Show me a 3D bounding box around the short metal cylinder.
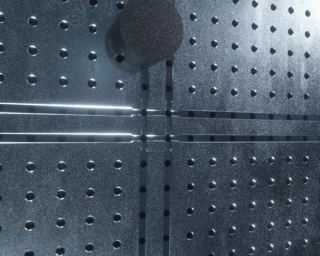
[{"bbox_3d":[-0.017,-0.120,0.393,0.081,0.050,0.079,0,90,-20],"label":"short metal cylinder"}]
